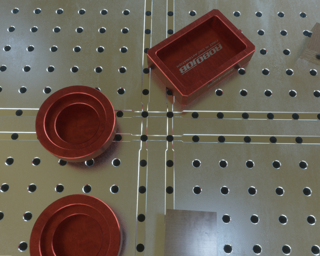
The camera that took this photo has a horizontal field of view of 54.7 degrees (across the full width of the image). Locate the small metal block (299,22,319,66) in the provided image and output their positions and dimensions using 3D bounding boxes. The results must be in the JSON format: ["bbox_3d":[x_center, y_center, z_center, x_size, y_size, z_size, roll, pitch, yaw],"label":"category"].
[{"bbox_3d":[0.243,-0.121,0.457,0.050,0.025,0.050,25,72,8],"label":"small metal block"}]

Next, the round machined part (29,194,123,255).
[{"bbox_3d":[-0.092,0.128,0.355,0.099,0.042,0.098,0,70,0],"label":"round machined part"}]

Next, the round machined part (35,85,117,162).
[{"bbox_3d":[-0.105,-0.003,0.403,0.099,0.042,0.098,0,70,0],"label":"round machined part"}]

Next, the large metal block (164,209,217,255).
[{"bbox_3d":[0.029,0.133,0.334,0.050,0.080,0.080,3,70,1],"label":"large metal block"}]

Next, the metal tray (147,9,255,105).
[{"bbox_3d":[0.058,-0.104,0.447,0.131,0.030,0.090,-35,74,-12],"label":"metal tray"}]
